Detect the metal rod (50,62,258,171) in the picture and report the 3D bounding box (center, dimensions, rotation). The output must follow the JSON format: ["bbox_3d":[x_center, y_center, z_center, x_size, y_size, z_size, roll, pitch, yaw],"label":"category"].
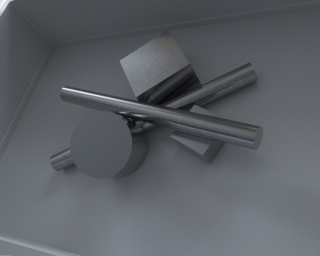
[{"bbox_3d":[-0.017,-0.010,0.417,0.301,0.025,0.025,-24,53,12],"label":"metal rod"}]

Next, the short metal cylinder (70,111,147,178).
[{"bbox_3d":[-0.063,0.022,0.388,0.080,0.050,0.080,-2,83,16],"label":"short metal cylinder"}]

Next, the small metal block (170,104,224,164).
[{"bbox_3d":[0.050,0.006,0.370,0.050,0.025,0.050,30,78,37],"label":"small metal block"}]

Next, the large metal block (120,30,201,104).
[{"bbox_3d":[0.000,-0.076,0.432,0.080,0.050,0.080,-31,52,8],"label":"large metal block"}]

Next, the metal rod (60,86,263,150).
[{"bbox_3d":[-0.022,-0.021,0.395,0.300,0.025,0.025,15,69,33],"label":"metal rod"}]
